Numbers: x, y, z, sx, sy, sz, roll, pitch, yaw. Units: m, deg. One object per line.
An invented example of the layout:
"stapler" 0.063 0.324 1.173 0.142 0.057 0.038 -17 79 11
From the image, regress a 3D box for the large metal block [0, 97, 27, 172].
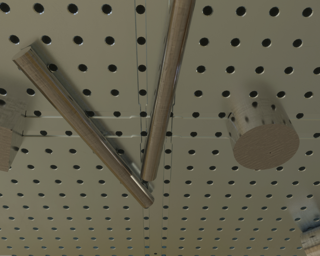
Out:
"large metal block" -0.225 0.003 0.396 0.081 0.050 0.079 16 128 -14

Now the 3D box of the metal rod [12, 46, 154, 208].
"metal rod" -0.086 0.020 0.427 0.025 0.025 0.299 -21 128 16

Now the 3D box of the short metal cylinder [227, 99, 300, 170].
"short metal cylinder" 0.132 0.009 0.404 0.081 0.050 0.079 0 130 0

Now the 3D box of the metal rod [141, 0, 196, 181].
"metal rod" 0.005 -0.040 0.377 0.025 0.025 0.298 7 130 -6

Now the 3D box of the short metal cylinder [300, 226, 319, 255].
"short metal cylinder" 0.304 0.223 0.569 0.050 0.080 0.080 -35 122 26
